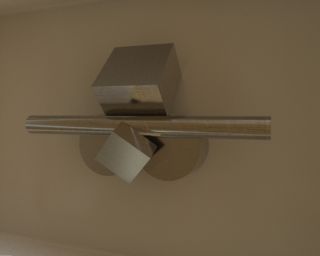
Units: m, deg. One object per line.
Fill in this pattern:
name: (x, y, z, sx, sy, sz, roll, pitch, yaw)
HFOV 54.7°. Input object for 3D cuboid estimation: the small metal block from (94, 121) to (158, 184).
small metal block: (-0.039, 0.029, 0.357, 0.050, 0.025, 0.050, 36, 124, -3)

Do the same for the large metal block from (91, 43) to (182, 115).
large metal block: (-0.025, -0.058, 0.382, 0.080, 0.050, 0.080, 1, 47, 19)

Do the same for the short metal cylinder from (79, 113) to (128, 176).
short metal cylinder: (-0.059, 0.021, 0.416, 0.080, 0.050, 0.079, 0, 90, 19)

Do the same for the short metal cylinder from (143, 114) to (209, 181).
short metal cylinder: (0.016, 0.023, 0.389, 0.080, 0.050, 0.079, 0, 90, 19)

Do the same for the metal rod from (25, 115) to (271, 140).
metal rod: (-0.029, -0.002, 0.365, 0.301, 0.025, 0.025, 1, 90, 19)
